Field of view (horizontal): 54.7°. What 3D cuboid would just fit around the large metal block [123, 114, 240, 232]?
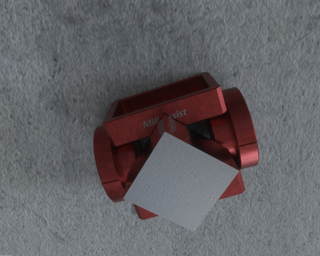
[{"bbox_3d":[0.019,0.045,0.316,0.080,0.050,0.080,28,107,-10],"label":"large metal block"}]

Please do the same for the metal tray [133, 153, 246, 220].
[{"bbox_3d":[0.033,0.064,0.399,0.131,0.090,0.030,-16,110,5],"label":"metal tray"}]

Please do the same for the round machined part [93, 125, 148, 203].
[{"bbox_3d":[-0.044,0.040,0.386,0.042,0.098,0.097,-15,110,5],"label":"round machined part"}]

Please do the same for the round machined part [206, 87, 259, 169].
[{"bbox_3d":[0.082,0.003,0.374,0.042,0.098,0.097,-15,110,5],"label":"round machined part"}]

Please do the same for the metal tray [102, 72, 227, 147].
[{"bbox_3d":[0.004,-0.026,0.368,0.131,0.090,0.030,-17,109,6],"label":"metal tray"}]
